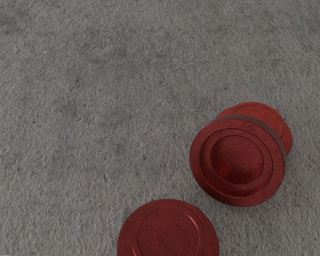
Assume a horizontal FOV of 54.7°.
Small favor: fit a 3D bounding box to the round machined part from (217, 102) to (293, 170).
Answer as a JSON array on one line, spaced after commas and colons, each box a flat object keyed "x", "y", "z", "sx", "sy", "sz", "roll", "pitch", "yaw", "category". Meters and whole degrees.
[{"x": 0.116, "y": 0.005, "z": 0.388, "sx": 0.099, "sy": 0.042, "sz": 0.098, "roll": 0, "pitch": 50, "yaw": 0, "category": "round machined part"}]

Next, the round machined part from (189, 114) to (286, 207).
[{"x": 0.086, "y": 0.032, "z": 0.339, "sx": 0.098, "sy": 0.097, "sz": 0.042, "roll": 24, "pitch": 23, "yaw": 18, "category": "round machined part"}]

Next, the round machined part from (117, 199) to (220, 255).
[{"x": 0.008, "y": 0.112, "z": 0.298, "sx": 0.099, "sy": 0.042, "sz": 0.098, "roll": 0, "pitch": 50, "yaw": 0, "category": "round machined part"}]
